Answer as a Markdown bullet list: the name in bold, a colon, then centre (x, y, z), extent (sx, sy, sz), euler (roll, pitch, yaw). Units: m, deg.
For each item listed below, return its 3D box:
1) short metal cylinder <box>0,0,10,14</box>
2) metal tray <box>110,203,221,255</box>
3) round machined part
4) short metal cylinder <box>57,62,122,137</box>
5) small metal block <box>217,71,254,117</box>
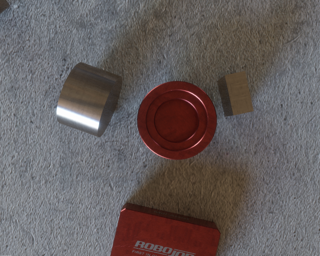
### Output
- **short metal cylinder**: centre (-0.236, -0.168, 0.380), extent (0.050, 0.080, 0.080), euler (-41, 90, 0)
- **metal tray**: centre (0.005, 0.159, 0.408), extent (0.131, 0.030, 0.090), euler (13, 90, 0)
- **round machined part**: centre (0.021, -0.009, 0.402), extent (0.099, 0.042, 0.097), euler (0, 90, 0)
- **short metal cylinder**: centre (-0.085, -0.034, 0.382), extent (0.050, 0.080, 0.080), euler (20, 90, 0)
- **small metal block**: centre (0.096, -0.042, 0.398), extent (0.025, 0.050, 0.050), euler (-12, 90, 0)
